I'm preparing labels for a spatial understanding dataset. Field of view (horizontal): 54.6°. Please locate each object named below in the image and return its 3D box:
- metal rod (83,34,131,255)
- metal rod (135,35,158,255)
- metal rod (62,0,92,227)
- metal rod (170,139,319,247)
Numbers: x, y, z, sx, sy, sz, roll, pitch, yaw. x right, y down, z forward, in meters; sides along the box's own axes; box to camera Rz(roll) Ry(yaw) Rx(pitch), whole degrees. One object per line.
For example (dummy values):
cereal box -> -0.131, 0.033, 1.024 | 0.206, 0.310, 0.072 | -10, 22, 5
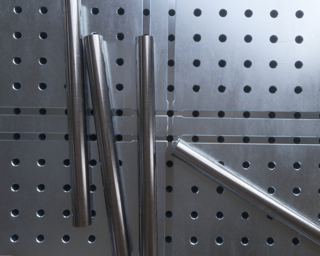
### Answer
metal rod -> -0.070, 0.028, 0.412 | 0.025, 0.025, 0.298 | -8, 90, 0
metal rod -> -0.018, 0.030, 0.413 | 0.025, 0.025, 0.298 | -1, 90, 0
metal rod -> -0.110, -0.021, 0.412 | 0.025, 0.025, 0.298 | -3, 90, 0
metal rod -> 0.148, 0.104, 0.414 | 0.301, 0.025, 0.025 | 32, 90, 0
